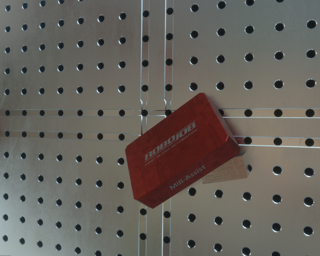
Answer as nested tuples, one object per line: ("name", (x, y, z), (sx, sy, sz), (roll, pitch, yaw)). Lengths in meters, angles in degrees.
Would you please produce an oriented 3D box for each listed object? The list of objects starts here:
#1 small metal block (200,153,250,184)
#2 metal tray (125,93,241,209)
("small metal block", (0.078, 0.047, 0.371), (0.050, 0.050, 0.025), (-12, 86, 19))
("metal tray", (0.021, 0.026, 0.375), (0.130, 0.030, 0.090), (-36, 40, 16))
